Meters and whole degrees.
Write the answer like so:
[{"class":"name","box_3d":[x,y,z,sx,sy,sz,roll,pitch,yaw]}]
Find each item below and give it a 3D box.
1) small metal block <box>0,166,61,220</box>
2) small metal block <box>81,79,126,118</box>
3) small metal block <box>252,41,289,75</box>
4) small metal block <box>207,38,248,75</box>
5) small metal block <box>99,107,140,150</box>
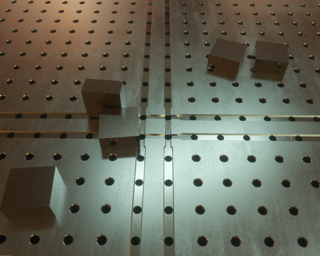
[{"class":"small metal block","box_3d":[-0.142,0.072,0.346,0.050,0.025,0.050,-3,50,-4]},{"class":"small metal block","box_3d":[-0.075,-0.039,0.423,0.050,0.050,0.025,4,50,3]},{"class":"small metal block","box_3d":[0.180,-0.115,0.507,0.050,0.025,0.050,9,51,7]},{"class":"small metal block","box_3d":[0.111,-0.119,0.509,0.050,0.025,0.050,19,52,14]},{"class":"small metal block","box_3d":[-0.053,0.000,0.407,0.050,0.025,0.050,-4,50,-4]}]
